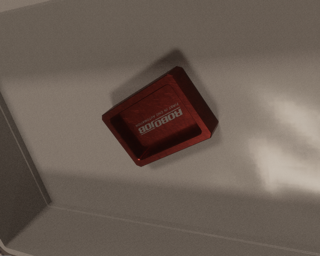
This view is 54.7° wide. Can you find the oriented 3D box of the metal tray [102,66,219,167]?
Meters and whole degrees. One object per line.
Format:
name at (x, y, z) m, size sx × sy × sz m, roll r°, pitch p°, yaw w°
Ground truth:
metal tray at (-0.003, -0.009, 0.399) m, size 0.130 × 0.030 × 0.090 m, roll -27°, pitch 104°, yaw 37°
